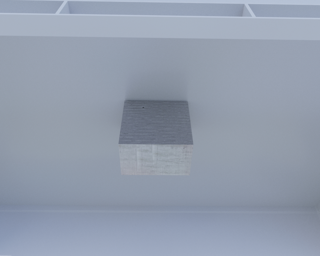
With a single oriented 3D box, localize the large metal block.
[{"bbox_3d":[-0.005,0.011,0.379,0.080,0.080,0.050,1,130,-1],"label":"large metal block"}]
